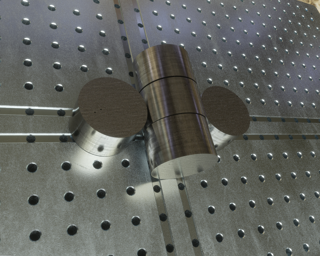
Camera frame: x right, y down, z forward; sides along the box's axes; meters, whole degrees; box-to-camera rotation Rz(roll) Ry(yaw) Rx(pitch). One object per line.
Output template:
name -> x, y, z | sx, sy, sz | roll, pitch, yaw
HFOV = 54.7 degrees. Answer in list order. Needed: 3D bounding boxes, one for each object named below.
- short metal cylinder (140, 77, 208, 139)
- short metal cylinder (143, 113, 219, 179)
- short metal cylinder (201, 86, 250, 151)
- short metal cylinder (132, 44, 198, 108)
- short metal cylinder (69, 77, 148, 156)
short metal cylinder -> 0.015, -0.021, 0.395 | 0.081, 0.080, 0.050 | 2, 61, -28
short metal cylinder -> 0.024, 0.024, 0.372 | 0.081, 0.080, 0.050 | 1, 61, -28
short metal cylinder -> 0.081, -0.013, 0.445 | 0.081, 0.050, 0.080 | 14, 56, -21
short metal cylinder -> 0.006, -0.066, 0.417 | 0.081, 0.080, 0.050 | 3, 61, -27
short metal cylinder -> -0.062, -0.013, 0.367 | 0.081, 0.050, 0.080 | 14, 56, -21
